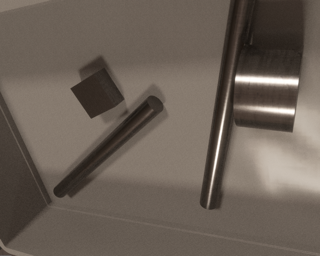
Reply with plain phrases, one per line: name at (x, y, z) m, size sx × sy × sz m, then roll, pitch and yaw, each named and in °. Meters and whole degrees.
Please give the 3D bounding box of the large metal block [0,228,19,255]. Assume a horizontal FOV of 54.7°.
large metal block at (-0.421, 0.307, 0.802) m, size 0.080 × 0.050 × 0.079 m, roll 20°, pitch 126°, yaw 16°

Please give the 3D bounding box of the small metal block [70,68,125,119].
small metal block at (-0.085, -0.047, 0.423) m, size 0.050 × 0.025 × 0.050 m, roll -22°, pitch 107°, yaw 35°

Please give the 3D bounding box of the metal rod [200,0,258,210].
metal rod at (0.075, -0.019, 0.356) m, size 0.025 × 0.025 × 0.298 m, roll 15°, pitch 125°, yaw 19°

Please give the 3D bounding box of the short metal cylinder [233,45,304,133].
short metal cylinder at (0.104, -0.038, 0.294) m, size 0.050 × 0.080 × 0.079 m, roll 8°, pitch 122°, yaw 24°

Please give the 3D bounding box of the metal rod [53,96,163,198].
metal rod at (-0.096, 0.044, 0.484) m, size 0.025 × 0.025 × 0.299 m, roll 47°, pitch 129°, yaw -5°
